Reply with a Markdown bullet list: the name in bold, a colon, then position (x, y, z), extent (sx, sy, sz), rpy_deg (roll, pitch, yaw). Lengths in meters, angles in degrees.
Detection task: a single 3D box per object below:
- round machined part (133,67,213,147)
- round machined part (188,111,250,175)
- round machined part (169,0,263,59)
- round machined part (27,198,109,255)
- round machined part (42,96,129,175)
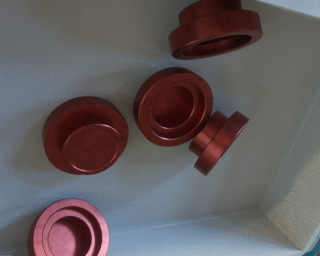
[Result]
- **round machined part**: position (0.013, -0.029, 0.385), extent (0.099, 0.042, 0.097), rpy_deg (-12, 122, -20)
- **round machined part**: position (0.076, 0.015, 0.428), extent (0.098, 0.042, 0.098), rpy_deg (-49, 166, -16)
- **round machined part**: position (0.057, -0.109, 0.336), extent (0.099, 0.098, 0.042), rpy_deg (-11, 90, -23)
- **round machined part**: position (-0.119, 0.144, 0.396), extent (0.099, 0.098, 0.042), rpy_deg (14, 144, -34)
- **round machined part**: position (-0.083, 0.016, 0.362), extent (0.099, 0.042, 0.097), rpy_deg (-14, 124, -21)
